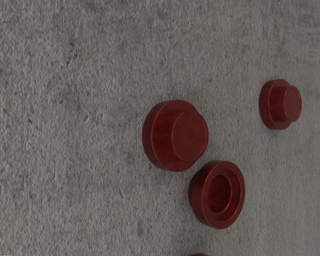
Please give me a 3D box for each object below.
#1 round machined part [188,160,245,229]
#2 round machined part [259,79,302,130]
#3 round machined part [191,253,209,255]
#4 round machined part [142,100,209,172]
[{"bbox_3d":[0.081,0.096,0.461,0.099,0.042,0.097,0,90,-40],"label":"round machined part"},{"bbox_3d":[0.234,-0.045,0.589,0.099,0.042,0.097,0,90,-40],"label":"round machined part"},{"bbox_3d":[0.046,0.225,0.433,0.099,0.042,0.097,0,90,-40],"label":"round machined part"},{"bbox_3d":[0.028,0.010,0.417,0.099,0.042,0.097,0,90,-40],"label":"round machined part"}]
